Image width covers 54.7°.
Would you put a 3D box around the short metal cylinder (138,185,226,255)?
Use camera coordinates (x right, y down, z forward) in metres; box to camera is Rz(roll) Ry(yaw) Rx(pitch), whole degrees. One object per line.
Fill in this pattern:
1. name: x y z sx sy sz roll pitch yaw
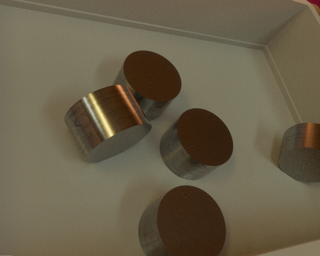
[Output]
1. short metal cylinder: 0.023 0.109 0.336 0.081 0.050 0.080 14 56 -21

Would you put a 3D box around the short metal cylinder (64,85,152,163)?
1. short metal cylinder: -0.056 -0.003 0.342 0.081 0.080 0.050 -21 73 -36

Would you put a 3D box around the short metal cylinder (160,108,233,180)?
1. short metal cylinder: 0.046 0.021 0.401 0.081 0.050 0.080 14 56 -21

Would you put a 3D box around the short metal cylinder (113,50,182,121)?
1. short metal cylinder: -0.019 -0.056 0.413 0.081 0.050 0.080 14 56 -21

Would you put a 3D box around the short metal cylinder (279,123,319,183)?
1. short metal cylinder: 0.226 0.038 0.468 0.080 0.080 0.050 33 52 -7
